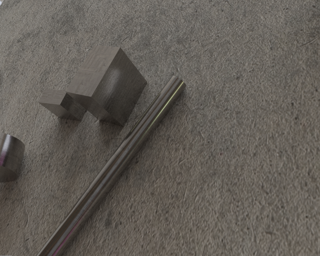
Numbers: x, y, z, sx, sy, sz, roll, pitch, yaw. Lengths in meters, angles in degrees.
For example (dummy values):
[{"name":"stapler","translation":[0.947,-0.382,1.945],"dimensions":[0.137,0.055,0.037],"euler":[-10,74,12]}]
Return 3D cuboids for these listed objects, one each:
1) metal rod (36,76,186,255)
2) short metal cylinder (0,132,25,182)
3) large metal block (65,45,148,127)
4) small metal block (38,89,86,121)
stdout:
[{"name":"metal rod","translation":[-0.061,0.055,0.402],"dimensions":[0.025,0.025,0.300],"euler":[28,77,37]},{"name":"short metal cylinder","translation":[-0.255,0.045,0.474],"dimensions":[0.080,0.080,0.050],"euler":[-13,57,21]},{"name":"large metal block","translation":[-0.073,-0.059,0.443],"dimensions":[0.050,0.080,0.080],"euler":[13,69,33]},{"name":"small metal block","translation":[-0.153,-0.036,0.490],"dimensions":[0.050,0.050,0.025],"euler":[8,66,31]}]
